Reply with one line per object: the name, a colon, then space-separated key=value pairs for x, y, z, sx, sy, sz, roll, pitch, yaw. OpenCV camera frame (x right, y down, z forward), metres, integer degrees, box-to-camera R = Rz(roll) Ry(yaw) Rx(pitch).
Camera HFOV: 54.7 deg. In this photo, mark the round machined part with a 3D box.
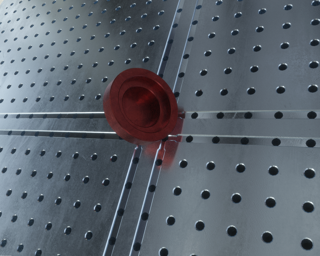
round machined part: x=-0.028 y=-0.025 z=0.401 sx=0.042 sy=0.099 sz=0.098 roll=-27 pitch=44 yaw=52
